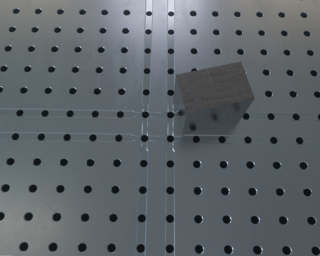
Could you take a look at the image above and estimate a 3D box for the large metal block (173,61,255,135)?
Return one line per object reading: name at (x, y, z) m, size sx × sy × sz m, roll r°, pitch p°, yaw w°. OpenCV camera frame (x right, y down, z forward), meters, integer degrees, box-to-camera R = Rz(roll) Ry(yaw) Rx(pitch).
large metal block at (0.063, -0.035, 0.396) m, size 0.080 × 0.080 × 0.050 m, roll -12°, pitch 71°, yaw -4°
